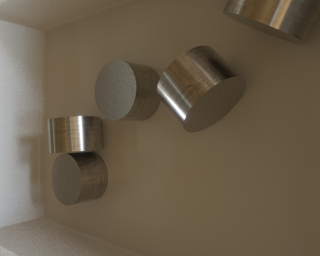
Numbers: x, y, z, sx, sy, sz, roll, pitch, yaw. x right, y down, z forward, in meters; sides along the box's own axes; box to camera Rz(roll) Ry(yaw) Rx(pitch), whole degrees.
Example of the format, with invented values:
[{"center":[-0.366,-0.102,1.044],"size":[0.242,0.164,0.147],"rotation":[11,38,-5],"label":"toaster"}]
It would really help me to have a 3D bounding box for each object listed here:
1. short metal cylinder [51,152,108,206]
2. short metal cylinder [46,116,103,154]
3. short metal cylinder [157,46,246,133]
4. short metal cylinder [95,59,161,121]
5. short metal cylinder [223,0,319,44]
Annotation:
[{"center":[-0.129,0.079,0.494],"size":[0.080,0.050,0.079],"rotation":[0,90,39],"label":"short metal cylinder"},{"center":[-0.130,0.011,0.476],"size":[0.080,0.081,0.050],"rotation":[-7,86,39],"label":"short metal cylinder"},{"center":[0.044,-0.040,0.333],"size":[0.080,0.081,0.050],"rotation":[-52,60,27],"label":"short metal cylinder"},{"center":[-0.044,-0.050,0.425],"size":[0.080,0.050,0.079],"rotation":[0,90,39],"label":"short metal cylinder"},{"center":[0.105,-0.116,0.283],"size":[0.080,0.081,0.050],"rotation":[35,112,34],"label":"short metal cylinder"}]
